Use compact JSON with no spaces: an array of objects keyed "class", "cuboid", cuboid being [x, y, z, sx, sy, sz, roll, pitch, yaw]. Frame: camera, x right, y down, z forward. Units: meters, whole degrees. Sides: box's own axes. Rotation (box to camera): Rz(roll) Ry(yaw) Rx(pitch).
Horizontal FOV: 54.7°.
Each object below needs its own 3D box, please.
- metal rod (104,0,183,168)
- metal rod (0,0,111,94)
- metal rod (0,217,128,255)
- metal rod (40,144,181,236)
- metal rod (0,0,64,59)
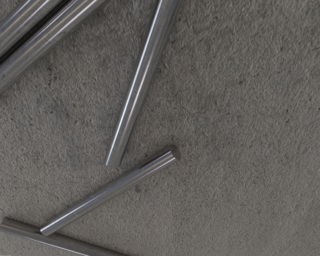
[{"class":"metal rod","cuboid":[-0.020,-0.059,0.356,0.025,0.025,0.298,14,129,-12]},{"class":"metal rod","cuboid":[-0.116,-0.096,0.323,0.300,0.025,0.025,-30,124,23]},{"class":"metal rod","cuboid":[-0.158,0.235,0.605,0.301,0.025,0.025,27,125,-22]},{"class":"metal rod","cuboid":[-0.092,0.109,0.498,0.299,0.025,0.025,-33,123,25]},{"class":"metal rod","cuboid":[-0.110,-0.126,0.298,0.300,0.025,0.025,-30,124,23]}]
